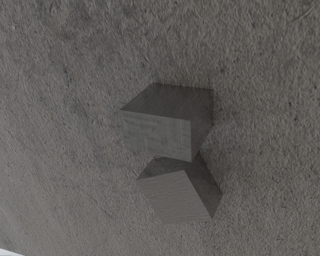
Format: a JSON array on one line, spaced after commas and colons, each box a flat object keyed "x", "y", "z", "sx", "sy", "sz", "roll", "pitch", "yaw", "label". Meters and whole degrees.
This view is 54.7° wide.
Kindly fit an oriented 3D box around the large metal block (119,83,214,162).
[{"x": 0.012, "y": -0.011, "z": 0.358, "sx": 0.080, "sy": 0.080, "sz": 0.050, "roll": 10, "pitch": 123, "yaw": 23, "label": "large metal block"}]

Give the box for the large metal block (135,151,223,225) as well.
[{"x": 0.027, "y": 0.082, "z": 0.427, "sx": 0.080, "sy": 0.050, "sz": 0.080, "roll": -18, "pitch": 109, "yaw": 35, "label": "large metal block"}]
